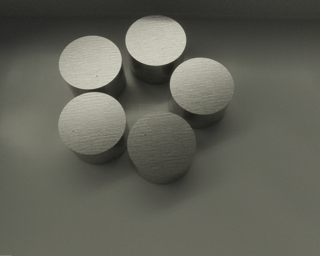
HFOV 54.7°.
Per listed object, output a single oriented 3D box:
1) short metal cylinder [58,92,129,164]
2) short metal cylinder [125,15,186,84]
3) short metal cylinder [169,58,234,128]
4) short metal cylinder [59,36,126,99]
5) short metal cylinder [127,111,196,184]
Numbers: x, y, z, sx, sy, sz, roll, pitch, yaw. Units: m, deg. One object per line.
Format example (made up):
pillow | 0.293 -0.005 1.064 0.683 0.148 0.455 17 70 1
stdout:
short metal cylinder | -0.081 0.001 0.393 0.081 0.050 0.080 0 70 0
short metal cylinder | -0.005 -0.109 0.434 0.081 0.050 0.080 0 70 0
short metal cylinder | 0.053 -0.045 0.411 0.081 0.050 0.080 0 70 0
short metal cylinder | -0.089 -0.077 0.422 0.081 0.050 0.080 0 70 0
short metal cylinder | 0.002 0.026 0.385 0.081 0.050 0.080 0 70 0
